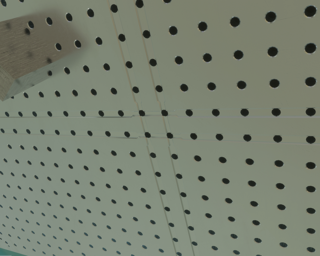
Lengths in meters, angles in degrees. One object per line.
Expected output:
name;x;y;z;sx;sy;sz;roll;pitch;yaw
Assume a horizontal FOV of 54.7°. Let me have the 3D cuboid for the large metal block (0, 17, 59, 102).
large metal block;-0.204;-0.095;0.422;0.080;0.080;0.050;47;129;-5
